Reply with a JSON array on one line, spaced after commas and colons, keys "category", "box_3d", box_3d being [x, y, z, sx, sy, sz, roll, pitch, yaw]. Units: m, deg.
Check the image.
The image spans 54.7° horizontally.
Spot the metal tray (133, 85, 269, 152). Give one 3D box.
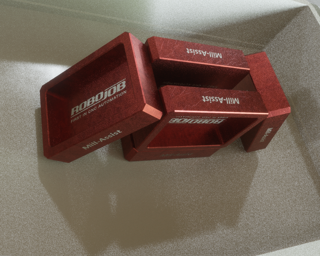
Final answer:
[{"category": "metal tray", "box_3d": [0.044, -0.007, 0.351, 0.131, 0.090, 0.030, 0, 62, -29]}]

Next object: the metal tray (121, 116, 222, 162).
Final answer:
[{"category": "metal tray", "box_3d": [0.011, -0.006, 0.410, 0.131, 0.030, 0.090, 0, 62, -29]}]

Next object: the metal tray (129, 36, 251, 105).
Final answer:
[{"category": "metal tray", "box_3d": [0.031, -0.061, 0.376, 0.131, 0.090, 0.030, 0, 62, -28]}]

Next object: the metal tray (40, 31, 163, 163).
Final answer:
[{"category": "metal tray", "box_3d": [-0.067, -0.028, 0.320, 0.030, 0.130, 0.090, 26, 45, -55]}]

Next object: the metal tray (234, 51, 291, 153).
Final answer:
[{"category": "metal tray", "box_3d": [0.130, -0.030, 0.426, 0.030, 0.130, 0.090, -13, 66, -1]}]
